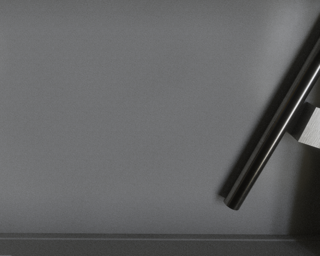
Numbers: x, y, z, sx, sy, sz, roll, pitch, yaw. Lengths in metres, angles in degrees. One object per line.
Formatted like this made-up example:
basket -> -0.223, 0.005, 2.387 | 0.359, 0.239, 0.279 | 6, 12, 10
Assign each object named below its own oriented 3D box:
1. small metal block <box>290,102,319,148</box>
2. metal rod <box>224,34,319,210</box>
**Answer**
small metal block -> 0.213, -0.001, 0.414 | 0.050, 0.025, 0.050 | 17, 109, -7
metal rod -> 0.163, -0.016, 0.407 | 0.025, 0.025, 0.298 | 22, 108, -8
